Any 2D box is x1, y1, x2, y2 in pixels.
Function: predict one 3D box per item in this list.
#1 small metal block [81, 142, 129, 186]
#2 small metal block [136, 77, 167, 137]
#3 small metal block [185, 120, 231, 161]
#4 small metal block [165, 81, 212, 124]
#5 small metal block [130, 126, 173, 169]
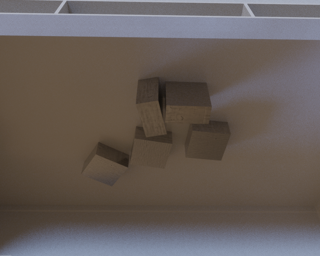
[{"bbox_3d":[-0.080,0.054,0.454,0.050,0.025,0.050,26,125,-21],"label":"small metal block"},{"bbox_3d":[-0.009,-0.025,0.371,0.025,0.050,0.050,-9,130,7],"label":"small metal block"},{"bbox_3d":[0.064,0.016,0.424,0.050,0.025,0.050,5,130,-5],"label":"small metal block"},{"bbox_3d":[0.031,-0.031,0.367,0.050,0.050,0.025,2,130,-2],"label":"small metal block"},{"bbox_3d":[-0.013,0.028,0.433,0.050,0.025,0.050,9,130,-8],"label":"small metal block"}]
